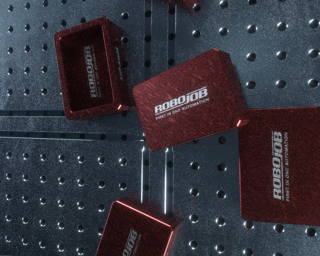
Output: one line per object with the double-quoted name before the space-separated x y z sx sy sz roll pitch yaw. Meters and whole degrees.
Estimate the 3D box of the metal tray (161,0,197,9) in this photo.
"metal tray" -0.001 -0.223 0.411 0.130 0.030 0.090 25 98 18

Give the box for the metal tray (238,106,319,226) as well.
"metal tray" 0.140 0.042 0.361 0.090 0.030 0.129 -2 89 20

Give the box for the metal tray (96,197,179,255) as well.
"metal tray" -0.037 0.171 0.424 0.090 0.030 0.129 20 97 19

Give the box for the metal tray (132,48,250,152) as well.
"metal tray" 0.032 -0.030 0.381 0.130 0.030 0.090 -19 83 34

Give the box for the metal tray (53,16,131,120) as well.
"metal tray" -0.098 -0.082 0.445 0.090 0.030 0.129 -11 86 19
